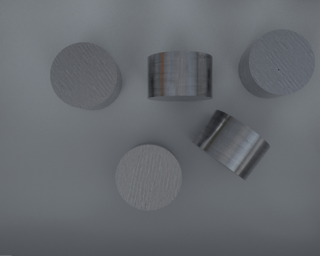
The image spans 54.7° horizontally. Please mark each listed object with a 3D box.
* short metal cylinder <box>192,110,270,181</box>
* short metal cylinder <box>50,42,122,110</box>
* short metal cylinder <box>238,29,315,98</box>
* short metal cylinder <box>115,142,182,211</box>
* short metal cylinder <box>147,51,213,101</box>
[{"bbox_3d":[0.087,0.021,0.384,0.080,0.080,0.050,36,90,0],"label":"short metal cylinder"},{"bbox_3d":[-0.092,-0.064,0.398,0.081,0.050,0.080,0,90,0],"label":"short metal cylinder"},{"bbox_3d":[0.148,-0.080,0.400,0.081,0.050,0.080,0,90,0],"label":"short metal cylinder"},{"bbox_3d":[-0.014,0.060,0.399,0.081,0.050,0.080,0,90,0],"label":"short metal cylinder"},{"bbox_3d":[0.025,-0.061,0.384,0.081,0.080,0.050,0,90,0],"label":"short metal cylinder"}]
